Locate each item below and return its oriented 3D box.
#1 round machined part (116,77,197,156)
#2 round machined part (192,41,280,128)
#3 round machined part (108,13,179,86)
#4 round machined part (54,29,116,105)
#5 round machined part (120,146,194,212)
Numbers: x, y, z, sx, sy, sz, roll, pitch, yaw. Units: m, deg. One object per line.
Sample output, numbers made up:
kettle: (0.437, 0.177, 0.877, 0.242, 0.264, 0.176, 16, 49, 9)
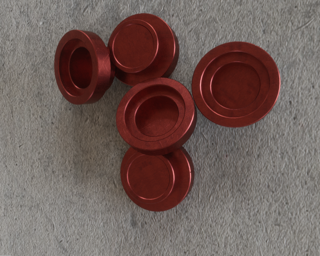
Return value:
round machined part: (-0.002, -0.011, 0.390, 0.098, 0.042, 0.098, -6, 65, 14)
round machined part: (0.090, -0.049, 0.369, 0.098, 0.042, 0.097, 0, 90, 19)
round machined part: (-0.027, -0.104, 0.409, 0.098, 0.042, 0.097, 0, 90, 19)
round machined part: (-0.099, -0.082, 0.423, 0.098, 0.042, 0.097, 7, 102, 40)
round machined part: (-0.008, 0.060, 0.402, 0.098, 0.042, 0.097, 0, 90, 19)
